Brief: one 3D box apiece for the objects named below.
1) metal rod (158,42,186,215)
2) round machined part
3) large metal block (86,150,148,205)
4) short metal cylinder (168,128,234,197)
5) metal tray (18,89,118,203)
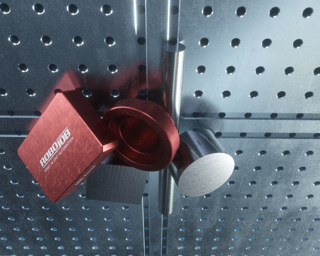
[{"bbox_3d":[0.013,0.025,0.434,0.025,0.025,0.298,1,130,-1],"label":"metal rod"},{"bbox_3d":[-0.020,0.004,0.387,0.098,0.042,0.097,16,132,19],"label":"round machined part"},{"bbox_3d":[-0.061,0.063,0.448,0.081,0.050,0.079,8,130,-7],"label":"large metal block"},{"bbox_3d":[0.052,0.047,0.418,0.081,0.050,0.079,-14,132,-15],"label":"short metal cylinder"},{"bbox_3d":[-0.122,0.025,0.396,0.129,0.030,0.090,-44,80,30],"label":"metal tray"}]
